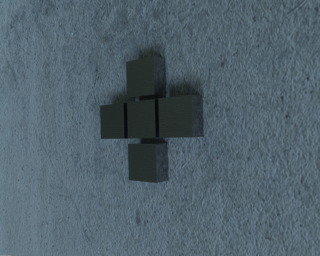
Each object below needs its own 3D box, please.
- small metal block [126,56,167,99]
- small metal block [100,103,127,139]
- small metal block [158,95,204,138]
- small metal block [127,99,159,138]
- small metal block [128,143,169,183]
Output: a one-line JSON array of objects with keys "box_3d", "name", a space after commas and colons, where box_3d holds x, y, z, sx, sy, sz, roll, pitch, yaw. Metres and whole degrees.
[{"box_3d": [-0.019, -0.067, 0.420, 0.050, 0.025, 0.050, -2, 89, 39], "name": "small metal block"}, {"box_3d": [-0.061, -0.009, 0.455, 0.050, 0.025, 0.050, -2, 89, 39], "name": "small metal block"}, {"box_3d": [0.026, -0.013, 0.384, 0.050, 0.025, 0.050, -2, 89, 39], "name": "small metal block"}, {"box_3d": [-0.017, -0.011, 0.419, 0.050, 0.025, 0.050, -2, 89, 39], "name": "small metal block"}, {"box_3d": [-0.016, 0.046, 0.418, 0.050, 0.025, 0.050, -3, 88, 39], "name": "small metal block"}]
